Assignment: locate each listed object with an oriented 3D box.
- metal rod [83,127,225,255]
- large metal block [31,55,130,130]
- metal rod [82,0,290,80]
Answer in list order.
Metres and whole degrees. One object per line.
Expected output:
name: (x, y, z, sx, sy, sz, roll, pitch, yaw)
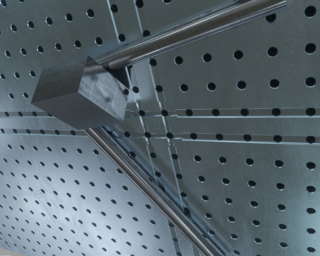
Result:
metal rod: (-0.003, 0.106, 0.476, 0.300, 0.025, 0.025, 47, 129, -6)
large metal block: (-0.099, -0.041, 0.396, 0.080, 0.050, 0.080, -8, 151, 31)
metal rod: (-0.011, -0.094, 0.357, 0.300, 0.025, 0.025, -12, 113, 32)
